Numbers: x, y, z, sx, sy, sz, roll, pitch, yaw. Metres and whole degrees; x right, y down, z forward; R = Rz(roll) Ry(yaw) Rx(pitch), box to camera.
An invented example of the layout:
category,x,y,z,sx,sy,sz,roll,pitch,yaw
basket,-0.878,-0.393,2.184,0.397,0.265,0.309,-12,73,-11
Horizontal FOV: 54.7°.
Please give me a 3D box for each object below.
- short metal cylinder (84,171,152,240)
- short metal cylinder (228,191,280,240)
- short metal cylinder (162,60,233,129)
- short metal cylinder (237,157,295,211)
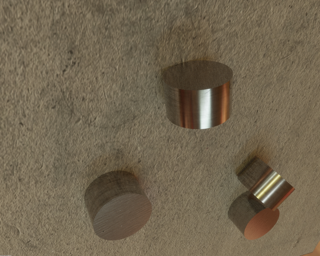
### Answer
category,x,y,z,sx,sy,sz,roll,pitch,yaw
short metal cylinder,-0.058,0.106,0.424,0.081,0.050,0.079,-14,124,-21
short metal cylinder,0.178,0.164,0.589,0.081,0.050,0.079,-14,124,-21
short metal cylinder,0.045,-0.042,0.370,0.081,0.080,0.050,-19,126,-17
short metal cylinder,0.180,0.094,0.527,0.050,0.080,0.080,-49,129,6
